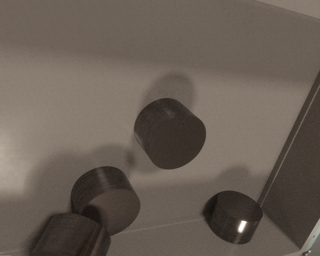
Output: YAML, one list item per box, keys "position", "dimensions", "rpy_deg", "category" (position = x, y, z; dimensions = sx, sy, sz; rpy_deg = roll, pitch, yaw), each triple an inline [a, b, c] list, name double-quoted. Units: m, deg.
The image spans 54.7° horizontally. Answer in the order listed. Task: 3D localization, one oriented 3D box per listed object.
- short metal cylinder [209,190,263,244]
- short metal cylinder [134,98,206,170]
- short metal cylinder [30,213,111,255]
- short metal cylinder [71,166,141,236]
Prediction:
- position: [0.132, 0.155, 0.544]
  dimensions: [0.081, 0.080, 0.050]
  rpy_deg: [1, 118, -29]
  category: "short metal cylinder"
- position: [0.013, 0.007, 0.406]
  dimensions: [0.081, 0.050, 0.079]
  rpy_deg: [-14, 124, -21]
  category: "short metal cylinder"
- position: [-0.106, 0.148, 0.373]
  dimensions: [0.080, 0.050, 0.079]
  rpy_deg: [8, 129, 10]
  category: "short metal cylinder"
- position: [-0.073, 0.098, 0.415]
  dimensions: [0.081, 0.050, 0.079]
  rpy_deg: [-14, 124, -21]
  category: "short metal cylinder"
